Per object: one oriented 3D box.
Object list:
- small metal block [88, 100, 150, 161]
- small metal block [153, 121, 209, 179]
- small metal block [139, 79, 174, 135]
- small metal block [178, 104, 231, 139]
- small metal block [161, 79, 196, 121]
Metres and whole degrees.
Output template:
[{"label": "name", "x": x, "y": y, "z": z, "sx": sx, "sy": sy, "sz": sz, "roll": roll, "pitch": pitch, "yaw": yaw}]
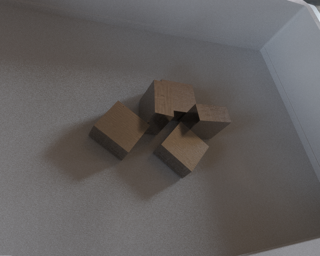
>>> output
[{"label": "small metal block", "x": -0.049, "y": 0.003, "z": 0.376, "sx": 0.050, "sy": 0.025, "sz": 0.050, "roll": 39, "pitch": 51, "yaw": -3}, {"label": "small metal block", "x": 0.028, "y": 0.028, "z": 0.402, "sx": 0.050, "sy": 0.025, "sz": 0.050, "roll": 42, "pitch": 51, "yaw": 0}, {"label": "small metal block", "x": -0.006, "y": -0.026, "z": 0.401, "sx": 0.025, "sy": 0.050, "sz": 0.050, "roll": 12, "pitch": 57, "yaw": -22}, {"label": "small metal block", "x": 0.060, "y": -0.008, "z": 0.426, "sx": 0.050, "sy": 0.050, "sz": 0.025, "roll": 3, "pitch": 61, "yaw": -27}, {"label": "small metal block", "x": 0.023, "y": -0.038, "z": 0.440, "sx": 0.050, "sy": 0.025, "sz": 0.050, "roll": 6, "pitch": 59, "yaw": -25}]
